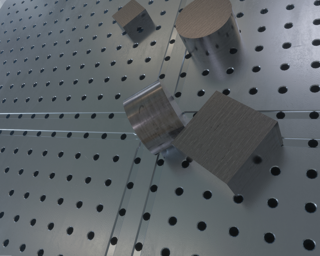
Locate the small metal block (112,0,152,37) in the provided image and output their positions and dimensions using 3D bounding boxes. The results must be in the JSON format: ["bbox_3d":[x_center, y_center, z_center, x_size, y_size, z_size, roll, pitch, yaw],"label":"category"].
[{"bbox_3d":[-0.051,-0.198,0.557,0.050,0.025,0.050,-39,51,1],"label":"small metal block"}]

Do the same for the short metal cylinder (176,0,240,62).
[{"bbox_3d":[0.069,-0.142,0.443,0.080,0.050,0.080,-13,56,21],"label":"short metal cylinder"}]

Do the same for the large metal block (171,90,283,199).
[{"bbox_3d":[0.074,0.017,0.343,0.080,0.050,0.080,-49,52,-7],"label":"large metal block"}]

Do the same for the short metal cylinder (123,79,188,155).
[{"bbox_3d":[-0.002,-0.013,0.382,0.050,0.080,0.080,-30,52,9],"label":"short metal cylinder"}]
